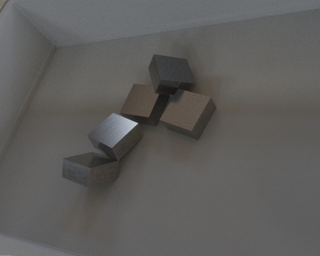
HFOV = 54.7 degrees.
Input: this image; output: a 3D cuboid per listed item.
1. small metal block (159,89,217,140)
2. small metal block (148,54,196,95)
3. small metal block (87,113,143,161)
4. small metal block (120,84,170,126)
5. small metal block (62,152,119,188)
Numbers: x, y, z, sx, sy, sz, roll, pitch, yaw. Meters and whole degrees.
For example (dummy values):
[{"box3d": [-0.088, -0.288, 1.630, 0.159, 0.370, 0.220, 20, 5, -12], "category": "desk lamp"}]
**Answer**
[{"box3d": [0.036, -0.018, 0.398, 0.050, 0.025, 0.050, 20, 72, 35], "category": "small metal block"}, {"box3d": [0.016, -0.072, 0.424, 0.050, 0.025, 0.050, 3, 51, -22], "category": "small metal block"}, {"box3d": [-0.061, 0.011, 0.422, 0.050, 0.025, 0.050, 22, 55, 36], "category": "small metal block"}, {"box3d": [-0.021, -0.033, 0.437, 0.050, 0.025, 0.050, 10, 67, 32], "category": "small metal block"}, {"box3d": [-0.089, 0.053, 0.401, 0.050, 0.050, 0.025, 12, 103, 33], "category": "small metal block"}]
